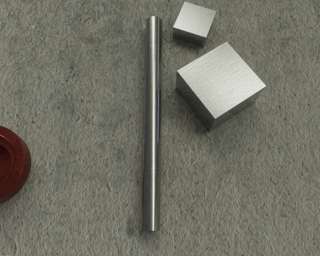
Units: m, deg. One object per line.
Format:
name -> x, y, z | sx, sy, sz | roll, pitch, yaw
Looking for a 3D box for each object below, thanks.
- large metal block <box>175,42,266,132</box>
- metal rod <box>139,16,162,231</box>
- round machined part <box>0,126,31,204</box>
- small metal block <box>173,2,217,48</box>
large metal block -> 0.078, -0.055, 0.415 | 0.080, 0.050, 0.080 | -32, 73, -11
metal rod -> -0.011, -0.020, 0.415 | 0.025, 0.025, 0.299 | 1, 70, 0
round machined part -> -0.207, 0.048, 0.380 | 0.099, 0.042, 0.098 | 0, 70, 0
small metal block -> 0.052, -0.155, 0.465 | 0.050, 0.025, 0.050 | 20, 71, 7
